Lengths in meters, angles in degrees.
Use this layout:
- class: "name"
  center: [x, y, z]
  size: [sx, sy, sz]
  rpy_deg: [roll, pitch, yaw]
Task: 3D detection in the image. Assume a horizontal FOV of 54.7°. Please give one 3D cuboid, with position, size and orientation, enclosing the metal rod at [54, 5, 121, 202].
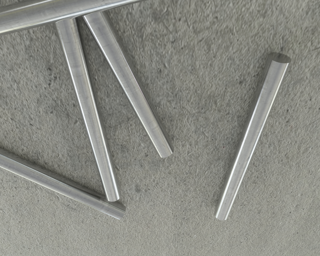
- class: "metal rod"
  center: [-0.085, -0.005, 0.401]
  size: [0.025, 0.025, 0.298]
  rpy_deg: [-3, 130, 2]

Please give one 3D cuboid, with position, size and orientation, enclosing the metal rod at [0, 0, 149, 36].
- class: "metal rod"
  center: [-0.113, -0.107, 0.287]
  size: [0.301, 0.025, 0.025]
  rpy_deg: [-7, 130, 16]

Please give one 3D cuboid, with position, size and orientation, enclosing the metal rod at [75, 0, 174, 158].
- class: "metal rod"
  center: [-0.045, -0.074, 0.343]
  size: [0.025, 0.025, 0.299]
  rpy_deg: [-16, 129, 13]

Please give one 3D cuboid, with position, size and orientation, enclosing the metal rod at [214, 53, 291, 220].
- class: "metal rod"
  center: [0.119, 0.036, 0.438]
  size: [0.025, 0.025, 0.298]
  rpy_deg: [4, 130, -3]

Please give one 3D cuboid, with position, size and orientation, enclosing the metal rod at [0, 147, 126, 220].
- class: "metal rod"
  center: [-0.181, 0.071, 0.465]
  size: [0.301, 0.025, 0.025]
  rpy_deg: [32, 123, -25]
